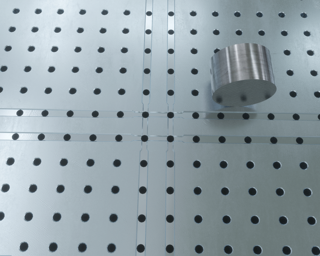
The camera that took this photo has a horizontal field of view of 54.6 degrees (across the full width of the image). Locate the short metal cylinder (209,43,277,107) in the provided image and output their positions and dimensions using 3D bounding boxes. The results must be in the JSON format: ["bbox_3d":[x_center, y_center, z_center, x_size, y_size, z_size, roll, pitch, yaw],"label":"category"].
[{"bbox_3d":[0.107,-0.067,0.408,0.080,0.080,0.050,-1,70,-1],"label":"short metal cylinder"}]
